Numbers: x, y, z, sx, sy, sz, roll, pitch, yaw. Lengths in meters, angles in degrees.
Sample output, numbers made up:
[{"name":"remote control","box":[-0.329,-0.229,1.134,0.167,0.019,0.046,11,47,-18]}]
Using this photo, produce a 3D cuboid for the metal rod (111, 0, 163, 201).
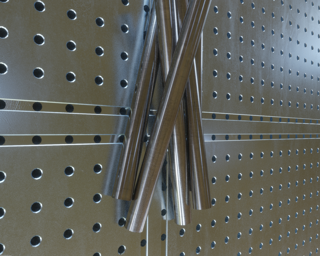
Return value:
[{"name":"metal rod","box":[-0.018,-0.060,0.395,0.025,0.025,0.299,19,78,-39]}]

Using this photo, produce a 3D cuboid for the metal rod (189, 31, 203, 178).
[{"name":"metal rod","box":[0.049,-0.059,0.452,0.025,0.025,0.298,1,90,-40]}]

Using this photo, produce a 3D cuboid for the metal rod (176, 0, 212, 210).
[{"name":"metal rod","box":[0.042,-0.040,0.427,0.025,0.025,0.298,-4,87,-40]}]

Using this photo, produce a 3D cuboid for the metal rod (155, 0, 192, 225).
[{"name":"metal rod","box":[0.019,-0.013,0.406,0.025,0.025,0.298,-16,107,-39]}]

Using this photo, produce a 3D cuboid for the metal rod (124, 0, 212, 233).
[{"name":"metal rod","box":[0.009,-0.019,0.373,0.025,0.025,0.298,13,96,-40]}]
